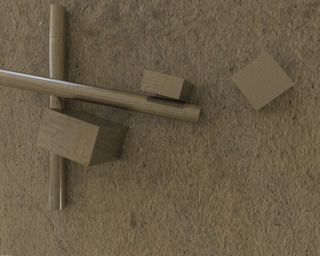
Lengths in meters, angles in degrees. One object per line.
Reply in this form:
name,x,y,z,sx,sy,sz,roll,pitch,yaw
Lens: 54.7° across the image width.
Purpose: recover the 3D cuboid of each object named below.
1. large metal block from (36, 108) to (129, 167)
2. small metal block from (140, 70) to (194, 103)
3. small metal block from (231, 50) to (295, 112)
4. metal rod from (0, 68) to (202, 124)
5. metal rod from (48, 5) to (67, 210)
large metal block,-0.100,0.010,0.414,0.080,0.080,0.050,18,96,18
small metal block,0.011,-0.052,0.391,0.050,0.050,0.025,17,96,19
small metal block,0.121,-0.054,0.366,0.050,0.025,0.050,-38,78,15
metal rod,-0.094,-0.046,0.421,0.301,0.025,0.025,12,94,12
metal rod,-0.153,-0.030,0.461,0.025,0.025,0.298,0,90,19
